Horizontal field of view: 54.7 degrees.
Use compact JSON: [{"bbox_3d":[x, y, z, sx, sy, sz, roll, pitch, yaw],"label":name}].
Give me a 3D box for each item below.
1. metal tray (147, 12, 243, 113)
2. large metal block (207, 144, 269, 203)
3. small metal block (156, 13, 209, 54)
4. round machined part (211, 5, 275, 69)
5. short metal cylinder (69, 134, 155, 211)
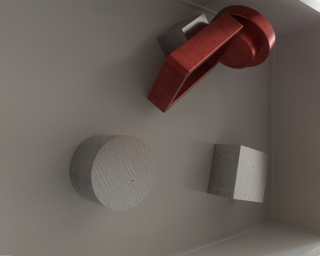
[{"bbox_3d":[0.046,-0.085,0.403,0.030,0.090,0.131,43,58,7],"label":"metal tray"},{"bbox_3d":[0.127,0.073,0.500,0.081,0.050,0.080,17,79,-39],"label":"large metal block"},{"bbox_3d":[0.032,-0.127,0.419,0.050,0.050,0.025,-43,116,-31],"label":"small metal block"},{"bbox_3d":[0.113,-0.126,0.457,0.098,0.098,0.042,49,64,-30],"label":"round machined part"},{"bbox_3d":[-0.053,0.047,0.348,0.081,0.050,0.079,0,90,-40],"label":"short metal cylinder"}]
